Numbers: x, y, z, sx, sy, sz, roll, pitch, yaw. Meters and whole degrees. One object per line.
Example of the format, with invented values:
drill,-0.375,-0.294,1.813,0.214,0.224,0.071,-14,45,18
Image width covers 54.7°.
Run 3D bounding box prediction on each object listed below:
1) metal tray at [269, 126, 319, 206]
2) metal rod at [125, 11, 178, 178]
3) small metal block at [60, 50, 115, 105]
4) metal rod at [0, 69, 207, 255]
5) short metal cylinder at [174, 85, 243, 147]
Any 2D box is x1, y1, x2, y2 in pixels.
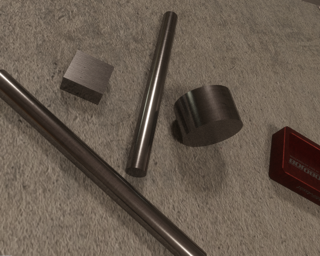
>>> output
metal tray,0.238,0.065,0.491,0.131,0.030,0.090,29,52,-10
metal rod,-0.005,-0.069,0.444,0.025,0.025,0.300,22,53,-16
small metal block,-0.092,-0.064,0.395,0.050,0.025,0.050,24,53,-14
metal rod,-0.069,0.046,0.339,0.300,0.025,0.025,42,51,0
short metal cylinder,0.063,-0.014,0.413,0.081,0.080,0.050,0,62,-29
